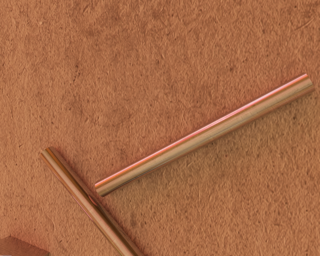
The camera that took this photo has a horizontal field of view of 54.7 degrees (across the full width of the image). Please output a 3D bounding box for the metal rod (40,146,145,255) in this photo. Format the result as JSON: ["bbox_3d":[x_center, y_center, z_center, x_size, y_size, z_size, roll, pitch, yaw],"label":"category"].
[{"bbox_3d":[-0.069,0.141,0.432,0.300,0.025,0.025,46,104,14],"label":"metal rod"}]

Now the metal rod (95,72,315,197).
[{"bbox_3d":[0.043,0.017,0.393,0.300,0.025,0.025,-29,81,17],"label":"metal rod"}]

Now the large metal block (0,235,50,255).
[{"bbox_3d":[-0.225,0.223,0.473,0.080,0.050,0.079,13,94,19],"label":"large metal block"}]
